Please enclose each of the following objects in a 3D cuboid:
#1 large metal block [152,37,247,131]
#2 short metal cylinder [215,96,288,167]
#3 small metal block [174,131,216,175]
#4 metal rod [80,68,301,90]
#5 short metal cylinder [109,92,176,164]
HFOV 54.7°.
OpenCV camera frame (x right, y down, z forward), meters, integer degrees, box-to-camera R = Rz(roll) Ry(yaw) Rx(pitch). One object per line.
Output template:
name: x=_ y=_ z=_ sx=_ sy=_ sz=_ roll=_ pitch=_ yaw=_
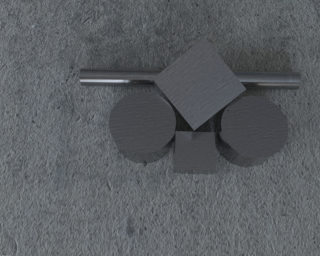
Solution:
large metal block: x=0.048 y=-0.053 z=0.397 sx=0.080 sy=0.050 sz=0.080 roll=-39 pitch=91 yaw=1
short metal cylinder: x=0.113 y=0.006 z=0.394 sx=0.081 sy=0.050 sz=0.080 roll=0 pitch=70 yaw=0
small metal block: x=0.044 y=0.032 z=0.398 sx=0.050 sy=0.025 sz=0.050 roll=2 pitch=70 yaw=0
metal rod: x=0.042 y=-0.069 z=0.434 sx=0.302 sy=0.025 sz=0.025 roll=1 pitch=70 yaw=0
short metal cylinder: x=-0.021 y=0.001 z=0.395 sx=0.081 sy=0.050 sz=0.080 roll=0 pitch=70 yaw=0
